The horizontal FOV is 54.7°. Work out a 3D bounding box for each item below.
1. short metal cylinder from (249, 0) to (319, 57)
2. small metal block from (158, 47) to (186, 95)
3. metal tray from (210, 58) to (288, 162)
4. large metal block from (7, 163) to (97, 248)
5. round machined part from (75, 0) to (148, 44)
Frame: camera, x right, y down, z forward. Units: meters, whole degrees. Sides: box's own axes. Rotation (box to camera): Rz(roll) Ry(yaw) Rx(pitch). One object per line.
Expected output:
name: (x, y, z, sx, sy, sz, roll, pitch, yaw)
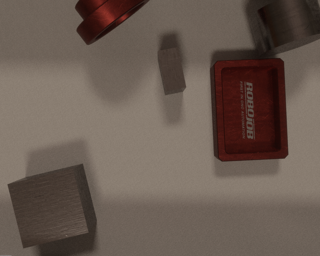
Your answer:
short metal cylinder: (0.158, -0.126, 0.386, 0.080, 0.080, 0.050, -16, 90, 0)
small metal block: (0.014, -0.071, 0.399, 0.025, 0.050, 0.050, -12, 90, 0)
metal tray: (0.117, -0.023, 0.410, 0.091, 0.030, 0.129, -3, 90, -1)
large metal block: (-0.135, 0.097, 0.397, 0.080, 0.050, 0.080, -14, 90, -1)
round machined part: (-0.061, -0.146, 0.371, 0.098, 0.098, 0.042, -37, 105, 0)
